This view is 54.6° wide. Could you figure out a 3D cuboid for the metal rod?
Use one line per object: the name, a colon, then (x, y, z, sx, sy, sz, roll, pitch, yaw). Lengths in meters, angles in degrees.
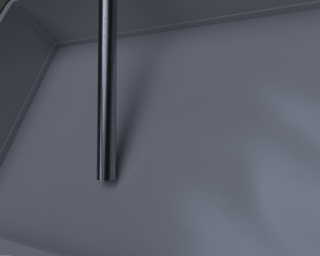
metal rod: (-0.071, -0.081, 0.417, 0.025, 0.025, 0.299, -3, 85, 27)
